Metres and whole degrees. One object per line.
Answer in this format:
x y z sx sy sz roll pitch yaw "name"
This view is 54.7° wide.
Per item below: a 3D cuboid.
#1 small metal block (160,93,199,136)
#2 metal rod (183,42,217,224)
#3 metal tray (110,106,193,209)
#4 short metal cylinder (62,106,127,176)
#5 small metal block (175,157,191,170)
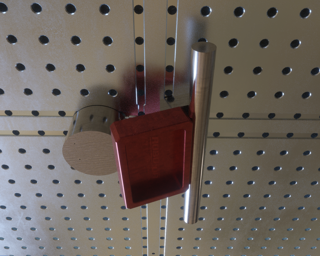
0.031 -0.015 0.399 0.050 0.025 0.050 -12 130 9 "small metal block"
0.047 0.032 0.406 0.025 0.025 0.298 -1 130 0 "metal rod"
-0.008 0.041 0.391 0.091 0.030 0.129 -14 132 -14 "metal tray"
-0.082 0.017 0.408 0.081 0.050 0.079 0 130 0 "short metal cylinder"
0.020 0.052 0.455 0.050 0.025 0.050 32 123 -25 "small metal block"
